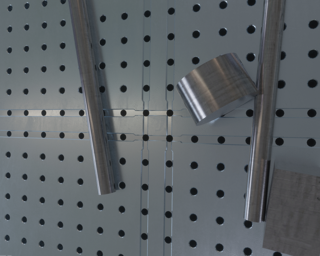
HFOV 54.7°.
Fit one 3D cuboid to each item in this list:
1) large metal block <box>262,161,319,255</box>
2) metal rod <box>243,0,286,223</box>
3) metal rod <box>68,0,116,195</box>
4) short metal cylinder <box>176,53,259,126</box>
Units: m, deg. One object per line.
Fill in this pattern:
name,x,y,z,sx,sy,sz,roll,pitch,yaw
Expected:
large metal block,0.144,0.082,0.333,0.050,0.080,0.079,9,93,20
metal rod,0.126,-0.039,0.368,0.025,0.025,0.298,6,92,20
metal rod,-0.100,-0.055,0.447,0.025,0.025,0.298,-11,86,19
short metal cylinder,0.066,-0.043,0.360,0.080,0.080,0.050,-30,80,17
